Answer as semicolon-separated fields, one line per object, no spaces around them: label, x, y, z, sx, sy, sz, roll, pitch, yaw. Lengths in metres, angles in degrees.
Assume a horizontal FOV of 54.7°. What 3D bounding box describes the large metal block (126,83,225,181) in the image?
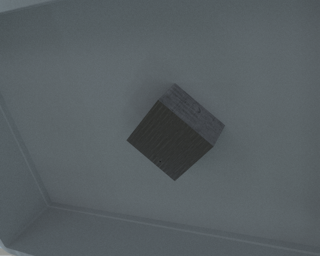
large metal block;0.019;0.006;0.385;0.080;0.050;0.080;40;129;0
